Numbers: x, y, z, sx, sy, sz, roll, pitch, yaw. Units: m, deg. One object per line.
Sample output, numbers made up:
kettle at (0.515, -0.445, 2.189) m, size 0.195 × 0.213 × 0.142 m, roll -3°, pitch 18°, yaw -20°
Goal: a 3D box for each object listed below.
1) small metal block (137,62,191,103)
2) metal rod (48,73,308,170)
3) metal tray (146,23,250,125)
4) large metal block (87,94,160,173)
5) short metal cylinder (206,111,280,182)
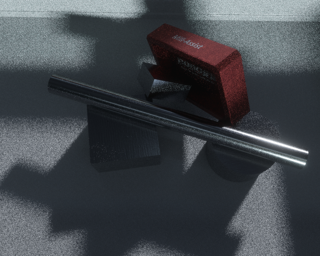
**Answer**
small metal block at (0.004, -0.058, 0.394) m, size 0.050 × 0.025 × 0.050 m, roll 6°, pitch 32°, yaw -26°
metal rod at (0.015, -0.010, 0.358) m, size 0.301 × 0.025 × 0.025 m, roll 17°, pitch 71°, yaw 5°
metal tray at (0.044, -0.066, 0.372) m, size 0.030 × 0.090 × 0.130 m, roll -39°, pitch 45°, yaw -14°
large metal block at (-0.045, 0.007, 0.392) m, size 0.081 × 0.050 × 0.080 m, roll -7°, pitch 70°, yaw -3°
short metal cylinder at (0.101, 0.024, 0.387) m, size 0.081 × 0.050 × 0.080 m, roll 0°, pitch 70°, yaw 0°
